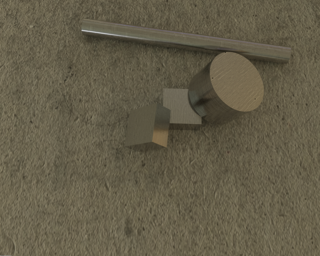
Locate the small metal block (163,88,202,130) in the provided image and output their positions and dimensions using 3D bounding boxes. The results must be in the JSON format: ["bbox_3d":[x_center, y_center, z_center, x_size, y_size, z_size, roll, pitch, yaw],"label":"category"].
[{"bbox_3d":[0.029,-0.025,0.418,0.050,0.025,0.050,2,70,0],"label":"small metal block"}]

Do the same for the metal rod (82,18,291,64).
[{"bbox_3d":[0.036,-0.128,0.455,0.302,0.025,0.025,9,70,2],"label":"metal rod"}]

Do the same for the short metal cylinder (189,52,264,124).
[{"bbox_3d":[0.085,-0.050,0.399,0.081,0.050,0.080,9,69,-23],"label":"short metal cylinder"}]

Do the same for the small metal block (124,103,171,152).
[{"bbox_3d":[-0.016,0.001,0.393,0.050,0.025,0.050,-12,63,42],"label":"small metal block"}]
